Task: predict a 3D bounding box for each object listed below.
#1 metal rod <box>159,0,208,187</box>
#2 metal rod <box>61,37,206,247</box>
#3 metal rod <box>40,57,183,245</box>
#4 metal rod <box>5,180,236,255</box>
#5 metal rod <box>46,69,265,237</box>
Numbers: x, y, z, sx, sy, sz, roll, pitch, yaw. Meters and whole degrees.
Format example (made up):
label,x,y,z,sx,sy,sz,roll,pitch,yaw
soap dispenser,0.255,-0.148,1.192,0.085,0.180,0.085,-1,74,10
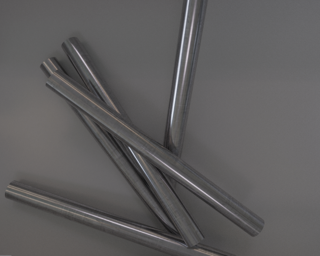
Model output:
label,x,y,z,sx,sy,sz,roll,pitch,yaw
metal rod,0.026,-0.054,0.351,0.025,0.025,0.298,7,115,0
metal rod,-0.038,0.011,0.390,0.025,0.025,0.299,-33,82,0
metal rod,-0.057,0.033,0.410,0.025,0.025,0.299,-37,90,0
metal rod,-0.054,0.125,0.394,0.301,0.025,0.025,17,90,6
metal rod,-0.002,0.032,0.366,0.301,0.025,0.025,37,90,-4
